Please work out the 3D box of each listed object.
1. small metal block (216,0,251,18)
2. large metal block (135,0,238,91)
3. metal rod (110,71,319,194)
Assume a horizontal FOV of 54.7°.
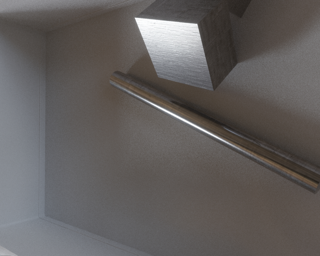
[{"bbox_3d":[0.078,-0.150,0.325,0.025,0.050,0.050,42,116,31],"label":"small metal block"},{"bbox_3d":[0.031,-0.094,0.336,0.080,0.080,0.050,21,59,37],"label":"large metal block"},{"bbox_3d":[0.042,-0.011,0.370,0.300,0.025,0.025,30,109,35],"label":"metal rod"}]
